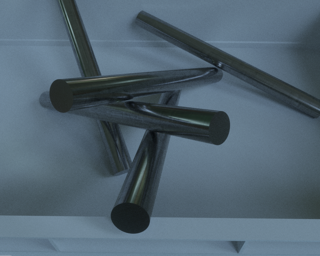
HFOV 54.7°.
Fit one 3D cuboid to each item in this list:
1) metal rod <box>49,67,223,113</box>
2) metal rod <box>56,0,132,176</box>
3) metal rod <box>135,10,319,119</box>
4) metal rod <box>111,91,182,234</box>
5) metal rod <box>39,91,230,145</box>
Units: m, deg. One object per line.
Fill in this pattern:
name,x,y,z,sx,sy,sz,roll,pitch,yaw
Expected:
metal rod,0.006,-0.053,0.353,0.025,0.025,0.302,31,26,23
metal rod,-0.094,-0.083,0.402,0.025,0.025,0.299,-17,75,-14
metal rod,0.095,-0.098,0.457,0.301,0.025,0.025,30,56,12
metal rod,0.002,-0.006,0.330,0.025,0.025,0.301,7,25,6
metal rod,-0.058,-0.020,0.332,0.300,0.025,0.025,11,44,47
